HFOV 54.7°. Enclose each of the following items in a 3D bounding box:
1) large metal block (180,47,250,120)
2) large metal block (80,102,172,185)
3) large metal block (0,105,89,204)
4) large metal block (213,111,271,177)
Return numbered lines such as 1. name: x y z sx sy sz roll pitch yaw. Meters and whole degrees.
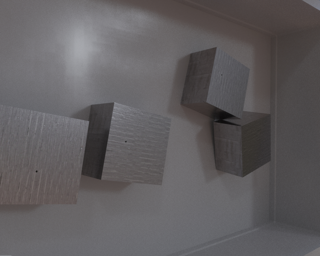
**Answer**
1. large metal block: 0.083 -0.062 0.460 0.080 0.050 0.080 20 77 -38
2. large metal block: -0.039 0.020 0.358 0.081 0.050 0.080 14 81 -39
3. large metal block: -0.120 0.026 0.289 0.081 0.050 0.080 12 83 -39
4. large metal block: 0.133 0.022 0.495 0.081 0.050 0.079 -18 110 -39
